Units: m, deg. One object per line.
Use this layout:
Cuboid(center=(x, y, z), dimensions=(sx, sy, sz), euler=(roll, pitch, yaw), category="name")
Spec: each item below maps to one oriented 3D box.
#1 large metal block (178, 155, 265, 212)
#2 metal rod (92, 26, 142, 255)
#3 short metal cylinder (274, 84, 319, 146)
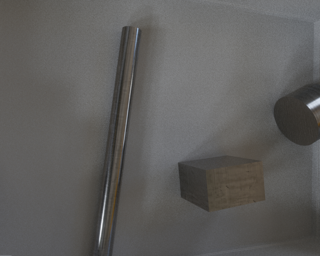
Cuboid(center=(0.079, 0.070, 0.412), dimensions=(0.081, 0.080, 0.050), euler=(-6, 92, -20), category="large metal block")
Cuboid(center=(-0.055, 0.022, 0.391), dimensions=(0.025, 0.025, 0.298), euler=(8, 87, -20), category="metal rod")
Cuboid(center=(0.220, -0.020, 0.465), dimensions=(0.050, 0.080, 0.080), euler=(-26, 99, -18), category="short metal cylinder")
